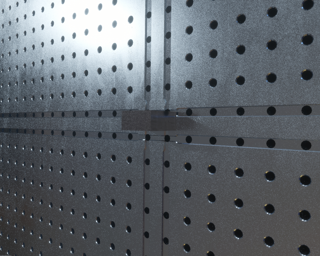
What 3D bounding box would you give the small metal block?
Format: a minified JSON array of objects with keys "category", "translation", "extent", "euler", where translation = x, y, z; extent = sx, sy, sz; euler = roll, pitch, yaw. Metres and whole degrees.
[{"category":"small metal block","translation":[-0.014,-0.009,0.403],"extent":[0.050,0.050,0.025],"euler":[1,91,39]}]
